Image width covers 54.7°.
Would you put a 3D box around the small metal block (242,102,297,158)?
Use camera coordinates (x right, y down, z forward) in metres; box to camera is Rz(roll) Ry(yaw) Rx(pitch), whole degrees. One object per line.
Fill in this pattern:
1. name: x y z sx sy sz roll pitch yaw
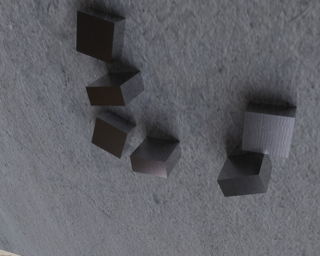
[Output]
1. small metal block: 0.120 0.001 0.344 0.050 0.025 0.050 10 123 22

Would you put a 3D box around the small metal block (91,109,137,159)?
1. small metal block: -0.067 0.009 0.446 0.050 0.025 0.050 28 128 10

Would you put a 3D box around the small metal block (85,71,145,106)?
1. small metal block: -0.055 -0.050 0.387 0.050 0.050 0.025 2 120 26

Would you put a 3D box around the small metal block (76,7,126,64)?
1. small metal block: -0.072 -0.112 0.374 0.050 0.025 0.050 23 127 14

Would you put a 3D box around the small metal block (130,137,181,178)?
1. small metal block: -0.005 0.038 0.415 0.050 0.050 0.025 7 122 24

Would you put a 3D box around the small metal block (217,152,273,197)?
1. small metal block: 0.102 0.054 0.370 0.050 0.050 0.025 -15 111 34
